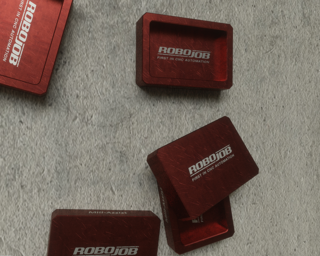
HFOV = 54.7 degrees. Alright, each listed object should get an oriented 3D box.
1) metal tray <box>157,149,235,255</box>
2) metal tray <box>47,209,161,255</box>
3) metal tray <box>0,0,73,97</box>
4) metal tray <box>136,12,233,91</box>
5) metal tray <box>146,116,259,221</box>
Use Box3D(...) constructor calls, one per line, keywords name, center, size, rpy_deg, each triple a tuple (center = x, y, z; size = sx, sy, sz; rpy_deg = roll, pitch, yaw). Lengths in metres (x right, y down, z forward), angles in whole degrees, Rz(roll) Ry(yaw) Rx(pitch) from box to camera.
Box3D(name="metal tray", center=(0.047, 0.093, 0.423), size=(0.091, 0.030, 0.129), rpy_deg=(-11, 94, -20))
Box3D(name="metal tray", center=(-0.069, 0.149, 0.381), size=(0.131, 0.030, 0.089), rpy_deg=(7, 88, -20))
Box3D(name="metal tray", center=(-0.157, -0.109, 0.347), size=(0.091, 0.030, 0.129), rpy_deg=(16, 85, -20))
Box3D(name="metal tray", center=(0.035, -0.099, 0.418), size=(0.131, 0.030, 0.089), rpy_deg=(0, 90, -20))
Box3D(name="metal tray", center=(0.059, 0.048, 0.398), size=(0.131, 0.030, 0.090), rpy_deg=(-24, 82, -33))
